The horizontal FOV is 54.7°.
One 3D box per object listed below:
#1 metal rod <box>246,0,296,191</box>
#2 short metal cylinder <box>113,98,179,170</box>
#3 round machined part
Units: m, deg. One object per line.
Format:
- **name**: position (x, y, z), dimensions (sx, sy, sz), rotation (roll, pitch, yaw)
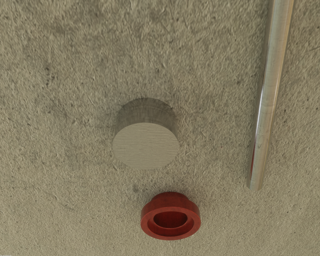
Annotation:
- **metal rod**: position (0.133, -0.024, 0.388), dimensions (0.025, 0.025, 0.298), rotation (-5, 130, 3)
- **short metal cylinder**: position (-0.018, 0.008, 0.397), dimensions (0.081, 0.050, 0.079), rotation (0, 130, 0)
- **round machined part**: position (0.017, 0.144, 0.519), dimensions (0.099, 0.042, 0.097), rotation (-1, 130, 0)
